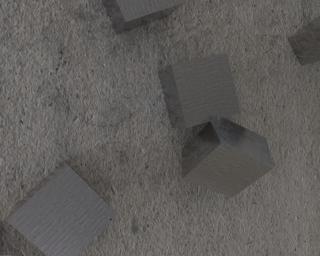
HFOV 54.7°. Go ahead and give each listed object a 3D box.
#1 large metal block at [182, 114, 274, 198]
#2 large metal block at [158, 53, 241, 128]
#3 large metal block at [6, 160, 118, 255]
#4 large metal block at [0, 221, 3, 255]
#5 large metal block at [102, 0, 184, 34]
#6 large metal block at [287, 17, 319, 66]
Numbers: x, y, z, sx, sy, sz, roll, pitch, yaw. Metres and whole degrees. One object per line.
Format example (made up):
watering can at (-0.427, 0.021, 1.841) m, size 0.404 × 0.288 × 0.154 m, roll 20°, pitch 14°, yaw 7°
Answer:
large metal block at (0.084, 0.039, 0.404) m, size 0.080 × 0.080 × 0.050 m, roll 24°, pitch 41°, yaw -19°
large metal block at (0.051, -0.049, 0.414) m, size 0.081 × 0.050 × 0.080 m, roll -16°, pitch 96°, yaw -19°
large metal block at (-0.110, 0.095, 0.355) m, size 0.080 × 0.050 × 0.080 m, roll -44°, pitch 104°, yaw -15°
large metal block at (-0.210, 0.146, 0.318) m, size 0.081 × 0.050 × 0.080 m, roll 0°, pitch 90°, yaw -20°
large metal block at (-0.029, -0.174, 0.385) m, size 0.081 × 0.050 × 0.080 m, roll -26°, pitch 99°, yaw -18°
large metal block at (0.263, -0.145, 0.476) m, size 0.080 × 0.080 × 0.050 m, roll -35°, pitch 102°, yaw -16°
